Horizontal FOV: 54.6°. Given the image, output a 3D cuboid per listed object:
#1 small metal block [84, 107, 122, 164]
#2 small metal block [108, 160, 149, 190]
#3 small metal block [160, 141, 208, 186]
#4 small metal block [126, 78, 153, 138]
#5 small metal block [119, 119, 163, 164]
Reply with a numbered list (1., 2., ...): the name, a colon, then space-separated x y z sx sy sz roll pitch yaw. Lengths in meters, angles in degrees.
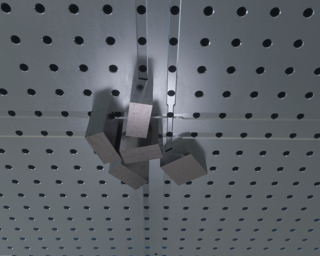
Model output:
1. small metal block: -0.070 0.010 0.403 0.025 0.050 0.050 -16 128 13
2. small metal block: -0.042 0.051 0.438 0.025 0.050 0.050 -36 122 26
3. small metal block: 0.035 0.053 0.457 0.050 0.025 0.050 -27 125 21
4. small metal block: -0.025 -0.024 0.374 0.025 0.050 0.050 7 130 -6
5. small metal block: -0.023 0.017 0.409 0.050 0.050 0.025 -10 129 8
